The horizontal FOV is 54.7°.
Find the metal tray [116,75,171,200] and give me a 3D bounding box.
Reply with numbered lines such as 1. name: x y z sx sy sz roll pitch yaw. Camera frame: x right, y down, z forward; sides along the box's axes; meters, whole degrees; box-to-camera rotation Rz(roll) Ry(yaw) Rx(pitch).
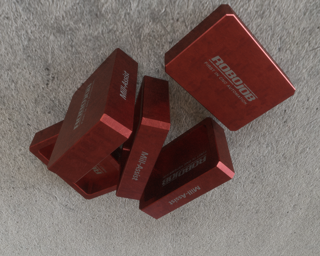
1. metal tray: -0.022 0.014 0.377 0.030 0.090 0.129 13 129 -11

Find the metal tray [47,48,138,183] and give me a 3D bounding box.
1. metal tray: -0.066 -0.018 0.324 0.030 0.130 0.090 36 121 -27

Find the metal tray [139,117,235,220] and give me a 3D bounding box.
1. metal tray: 0.030 0.053 0.412 0.130 0.090 0.030 -36 122 26

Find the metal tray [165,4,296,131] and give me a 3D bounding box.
1. metal tray: 0.080 -0.061 0.354 0.090 0.030 0.130 -37 122 26

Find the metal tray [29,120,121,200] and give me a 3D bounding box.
1. metal tray: -0.105 0.044 0.442 0.090 0.030 0.130 -23 127 18
